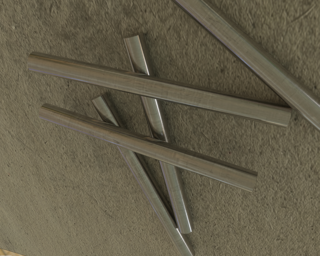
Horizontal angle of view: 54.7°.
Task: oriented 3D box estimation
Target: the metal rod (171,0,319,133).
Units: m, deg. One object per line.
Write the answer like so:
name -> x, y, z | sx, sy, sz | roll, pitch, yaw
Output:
metal rod -> 0.071, -0.092, 0.312 | 0.300, 0.025, 0.025 | 41, 129, -1

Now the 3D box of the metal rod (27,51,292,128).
metal rod -> -0.009, -0.047, 0.353 | 0.301, 0.025, 0.025 | 13, 125, 9

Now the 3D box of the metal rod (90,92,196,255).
metal rod -> -0.019, 0.083, 0.468 | 0.025, 0.025, 0.299 | -16, 111, 34

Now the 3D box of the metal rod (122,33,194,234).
metal rod -> 0.005, 0.024, 0.418 | 0.025, 0.025, 0.298 | -1, 118, 29

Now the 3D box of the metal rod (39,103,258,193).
metal rod -> -0.028, 0.019, 0.399 | 0.301, 0.025, 0.025 | 17, 125, 18
